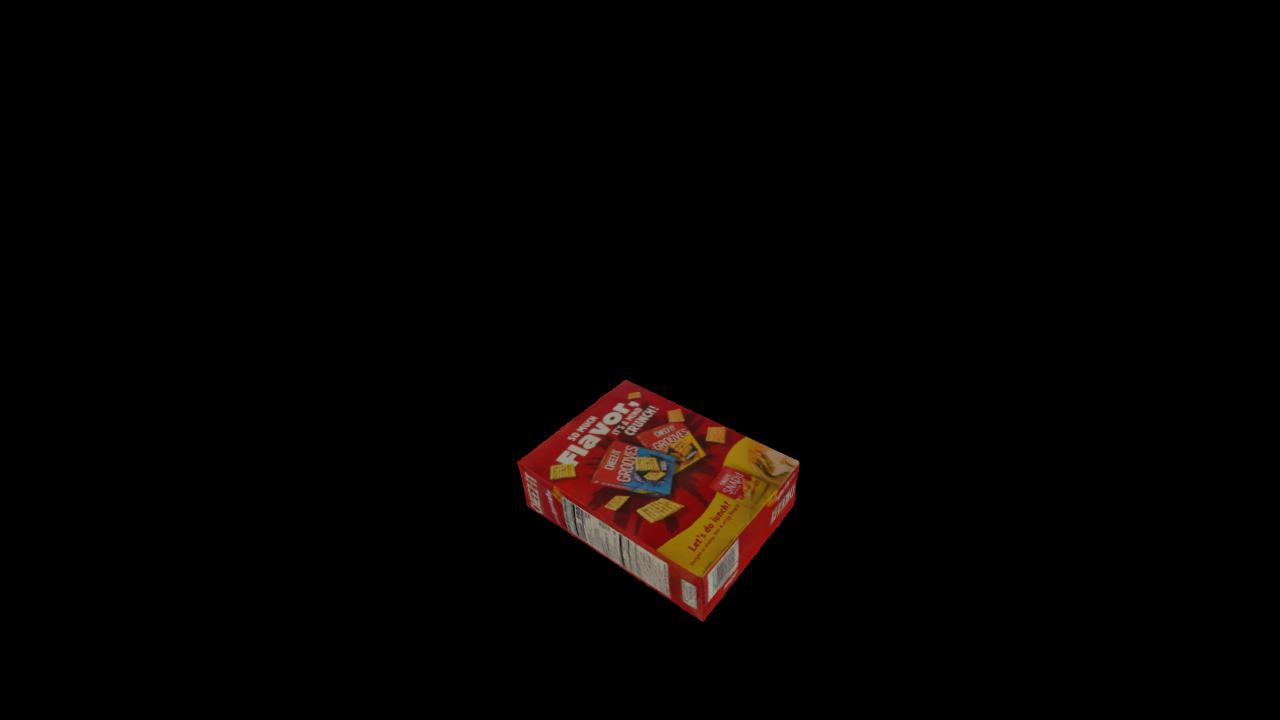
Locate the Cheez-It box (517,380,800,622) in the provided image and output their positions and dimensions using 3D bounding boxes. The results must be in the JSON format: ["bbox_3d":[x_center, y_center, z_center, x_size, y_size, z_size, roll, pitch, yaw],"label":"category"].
[{"bbox_3d":[0.016,0.120,0.598,0.223,0.071,0.166,23,42,32],"label":"Cheez-It box"}]
